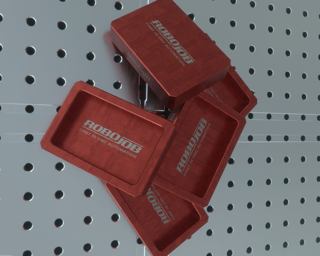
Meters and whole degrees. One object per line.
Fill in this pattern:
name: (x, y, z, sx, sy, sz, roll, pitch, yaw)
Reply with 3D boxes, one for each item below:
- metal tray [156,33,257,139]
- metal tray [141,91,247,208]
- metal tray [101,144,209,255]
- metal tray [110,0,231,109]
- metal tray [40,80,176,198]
metal tray: (0.066, -0.054, 0.435, 0.090, 0.030, 0.130, -45, 105, -15)
metal tray: (0.044, 0.024, 0.396, 0.090, 0.030, 0.130, 30, 80, -18)
metal tray: (-0.005, 0.095, 0.409, 0.090, 0.030, 0.130, -34, 102, -17)
metal tray: (0.011, -0.096, 0.382, 0.091, 0.030, 0.130, -32, 71, -18)
metal tray: (-0.058, 0.011, 0.357, 0.130, 0.030, 0.090, 25, 80, 12)
